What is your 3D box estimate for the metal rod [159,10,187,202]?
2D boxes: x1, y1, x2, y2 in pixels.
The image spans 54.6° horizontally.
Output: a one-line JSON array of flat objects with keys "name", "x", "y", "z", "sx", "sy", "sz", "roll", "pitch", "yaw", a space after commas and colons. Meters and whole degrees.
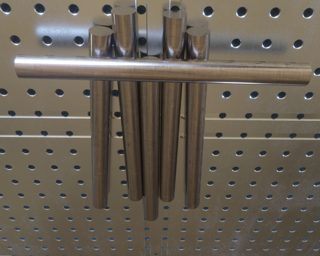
[{"name": "metal rod", "x": 0.013, "y": -0.002, "z": 0.411, "sx": 0.025, "sy": 0.025, "sz": 0.298, "roll": 0, "pitch": 130, "yaw": -1}]

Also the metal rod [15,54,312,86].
[{"name": "metal rod", "x": 0.005, "y": -0.061, "z": 0.327, "sx": 0.302, "sy": 0.025, "sz": 0.025, "roll": 1, "pitch": 130, "yaw": -2}]

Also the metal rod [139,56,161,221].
[{"name": "metal rod", "x": -0.013, "y": 0.039, "z": 0.444, "sx": 0.025, "sy": 0.025, "sz": 0.298, "roll": 0, "pitch": 131, "yaw": -1}]

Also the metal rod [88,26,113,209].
[{"name": "metal rod", "x": -0.081, "y": 0.011, "z": 0.419, "sx": 0.025, "sy": 0.025, "sz": 0.298, "roll": 5, "pitch": 130, "yaw": -5}]

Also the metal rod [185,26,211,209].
[{"name": "metal rod", "x": 0.047, "y": 0.012, "z": 0.422, "sx": 0.025, "sy": 0.025, "sz": 0.298, "roll": -2, "pitch": 130, "yaw": 1}]

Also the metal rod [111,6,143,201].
[{"name": "metal rod", "x": -0.038, "y": -0.004, "z": 0.408, "sx": 0.025, "sy": 0.025, "sz": 0.298, "roll": 0, "pitch": 130, "yaw": 0}]
